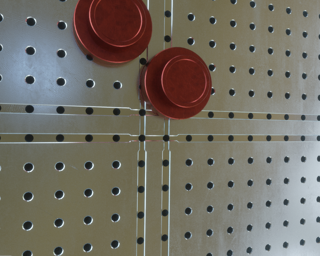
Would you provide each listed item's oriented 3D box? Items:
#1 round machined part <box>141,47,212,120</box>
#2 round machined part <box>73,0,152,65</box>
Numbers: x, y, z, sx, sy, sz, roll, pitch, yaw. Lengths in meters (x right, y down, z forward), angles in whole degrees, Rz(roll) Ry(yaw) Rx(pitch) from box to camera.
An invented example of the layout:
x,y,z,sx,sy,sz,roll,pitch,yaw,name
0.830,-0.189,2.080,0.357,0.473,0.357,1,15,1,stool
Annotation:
x,y,z,sx,sy,sz,roll,pitch,yaw,name
0.027,-0.060,0.415,0.099,0.042,0.097,0,90,-21,round machined part
-0.056,-0.130,0.384,0.099,0.042,0.097,0,90,-20,round machined part
